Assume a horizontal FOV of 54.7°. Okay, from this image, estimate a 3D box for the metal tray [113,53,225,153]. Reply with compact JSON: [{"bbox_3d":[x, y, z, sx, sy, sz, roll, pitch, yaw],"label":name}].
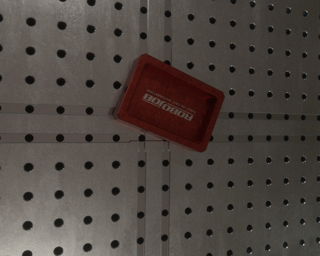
[{"bbox_3d":[0.014,-0.030,0.416,0.131,0.030,0.090,23,82,-19],"label":"metal tray"}]
